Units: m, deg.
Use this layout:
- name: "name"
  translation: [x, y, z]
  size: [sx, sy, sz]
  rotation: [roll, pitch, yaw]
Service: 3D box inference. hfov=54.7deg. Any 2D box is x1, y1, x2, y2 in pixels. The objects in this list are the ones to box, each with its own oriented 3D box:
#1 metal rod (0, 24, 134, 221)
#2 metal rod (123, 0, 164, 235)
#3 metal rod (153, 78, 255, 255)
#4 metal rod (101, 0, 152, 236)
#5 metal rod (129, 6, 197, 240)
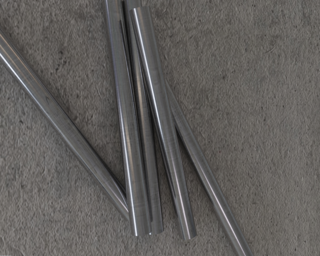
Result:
- name: "metal rod"
  translation: [-0.118, -0.010, 0.365]
  size: [0.025, 0.025, 0.299]
  rotation: [-38, 102, -16]
- name: "metal rod"
  translation: [-0.021, -0.013, 0.400]
  size: [0.025, 0.025, 0.298]
  rotation: [-6, 92, -20]
- name: "metal rod"
  translation: [0.065, 0.070, 0.432]
  size: [0.025, 0.025, 0.299]
  rotation: [-30, 100, -17]
- name: "metal rod"
  translation: [-0.042, -0.022, 0.378]
  size: [0.025, 0.025, 0.298]
  rotation: [-7, 87, -20]
- name: "metal rod"
  translation: [0.007, 0.003, 0.394]
  size: [0.025, 0.025, 0.298]
  rotation: [-16, 102, -19]
